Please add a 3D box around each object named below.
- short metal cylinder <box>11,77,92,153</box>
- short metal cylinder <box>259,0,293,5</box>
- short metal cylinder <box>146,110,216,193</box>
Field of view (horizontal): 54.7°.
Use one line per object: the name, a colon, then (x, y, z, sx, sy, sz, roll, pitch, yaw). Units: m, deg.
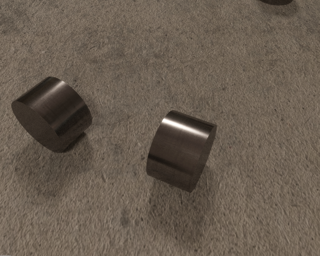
short metal cylinder: (-0.131, -0.016, 0.379, 0.080, 0.080, 0.050, 27, 55, 20)
short metal cylinder: (0.243, -0.297, 0.640, 0.081, 0.050, 0.080, 0, 50, 0)
short metal cylinder: (0.025, 0.025, 0.346, 0.050, 0.080, 0.080, 20, 53, 16)
